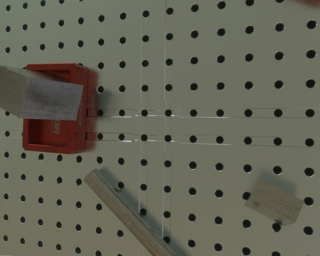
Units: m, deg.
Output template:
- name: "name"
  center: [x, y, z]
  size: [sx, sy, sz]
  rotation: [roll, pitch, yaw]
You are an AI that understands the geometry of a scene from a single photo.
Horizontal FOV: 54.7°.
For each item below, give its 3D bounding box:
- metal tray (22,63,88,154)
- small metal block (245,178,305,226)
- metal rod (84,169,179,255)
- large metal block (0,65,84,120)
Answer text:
- name: "metal tray"
  center: [-0.157, -0.029, 0.463]
  size: [0.090, 0.030, 0.129]
  rotation: [3, 91, 19]
- name: "small metal block"
  center: [0.127, 0.085, 0.351]
  size: [0.050, 0.050, 0.025]
  rotation: [27, 74, 17]
- name: "metal rod"
  center: [0.006, 0.167, 0.409]
  size: [0.300, 0.025, 0.025]
  rotation: [43, 103, 14]
- name: "large metal block"
  center: [-0.164, -0.046, 0.414]
  size: [0.080, 0.081, 0.050]
  rotation: [22, 102, 35]
